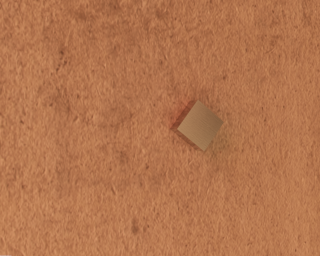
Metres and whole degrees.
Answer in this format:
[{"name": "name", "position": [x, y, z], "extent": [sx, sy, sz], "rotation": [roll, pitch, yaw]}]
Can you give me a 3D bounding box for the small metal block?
[{"name": "small metal block", "position": [0.051, -0.003, 0.427], "extent": [0.050, 0.025, 0.050], "rotation": [39, 78, -16]}]
